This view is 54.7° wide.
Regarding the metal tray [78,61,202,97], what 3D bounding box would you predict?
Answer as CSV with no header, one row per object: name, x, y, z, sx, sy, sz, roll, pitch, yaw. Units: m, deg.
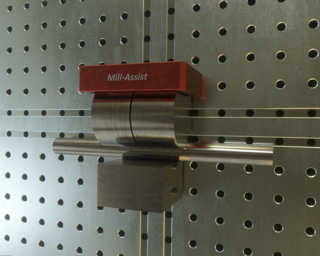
metal tray,-0.021,-0.056,0.381,0.130,0.090,0.030,1,91,20

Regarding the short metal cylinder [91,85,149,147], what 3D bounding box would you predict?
short metal cylinder,-0.044,-0.016,0.396,0.050,0.080,0.079,1,90,20

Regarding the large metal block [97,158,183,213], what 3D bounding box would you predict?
large metal block,-0.022,0.067,0.386,0.080,0.080,0.050,1,91,20

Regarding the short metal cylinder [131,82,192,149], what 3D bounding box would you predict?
short metal cylinder,0.005,-0.016,0.379,0.050,0.080,0.079,2,91,20

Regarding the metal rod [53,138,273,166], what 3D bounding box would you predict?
metal rod,-0.010,0.029,0.412,0.301,0.025,0.025,1,91,19
